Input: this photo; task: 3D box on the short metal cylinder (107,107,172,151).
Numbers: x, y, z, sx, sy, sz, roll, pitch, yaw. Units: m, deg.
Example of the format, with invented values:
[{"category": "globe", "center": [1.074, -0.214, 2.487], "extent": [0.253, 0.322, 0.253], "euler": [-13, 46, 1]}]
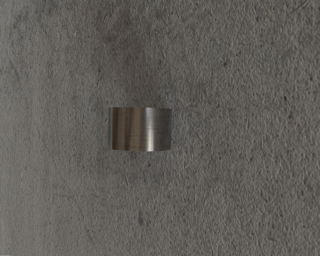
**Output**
[{"category": "short metal cylinder", "center": [-0.026, 0.000, 0.391], "extent": [0.080, 0.081, 0.050], "euler": [3, 92, 40]}]
